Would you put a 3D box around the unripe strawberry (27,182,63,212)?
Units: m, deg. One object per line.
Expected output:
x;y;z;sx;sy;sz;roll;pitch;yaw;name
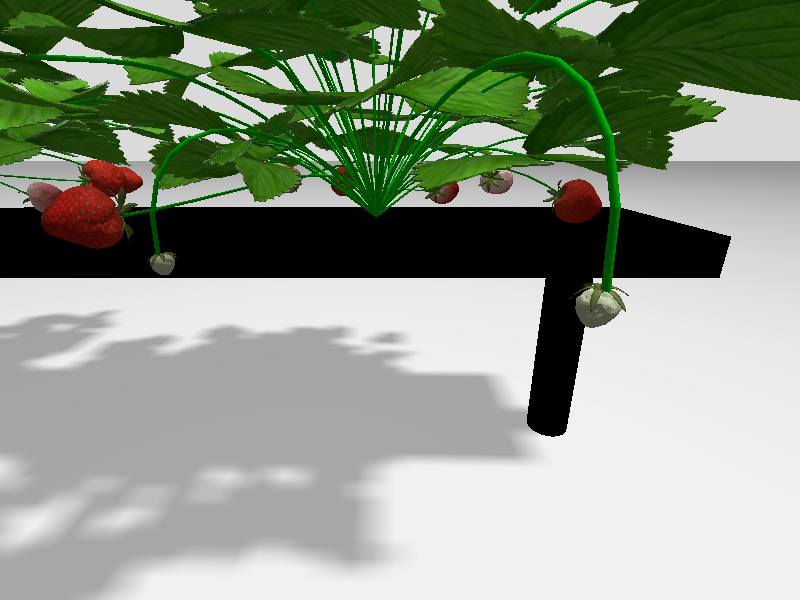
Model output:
-0.315;-0.092;0.358;0.026;0.027;0.024;0;20;-7;unripe strawberry

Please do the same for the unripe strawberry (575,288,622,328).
0.058;0.003;0.118;0.013;0.012;0.012;-7;22;-17;unripe strawberry

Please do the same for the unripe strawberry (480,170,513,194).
0.124;-0.152;0.506;0.041;0.036;0.041;16;17;36;unripe strawberry

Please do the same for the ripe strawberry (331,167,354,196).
-0.071;-0.147;0.495;0.031;0.035;0.033;-6;20;-16;ripe strawberry

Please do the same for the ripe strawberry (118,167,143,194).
-0.350;-0.153;0.513;0.037;0.033;0.034;13;13;31;ripe strawberry

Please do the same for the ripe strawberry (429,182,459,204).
0.047;-0.116;0.421;0.033;0.030;0.030;15;25;35;ripe strawberry

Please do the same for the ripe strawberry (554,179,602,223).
0.143;-0.077;0.319;0.034;0.034;0.032;21;22;1;ripe strawberry

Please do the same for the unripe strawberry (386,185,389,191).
-0.014;-0.146;0.529;0.011;0.012;0.012;1;21;2;unripe strawberry

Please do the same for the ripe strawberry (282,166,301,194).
-0.148;-0.154;0.514;0.040;0.034;0.040;-14;24;-32;ripe strawberry

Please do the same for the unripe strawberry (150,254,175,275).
-0.108;-0.016;0.182;0.009;0.010;0.010;10;23;25;unripe strawberry

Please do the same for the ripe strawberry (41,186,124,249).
-0.178;-0.046;0.225;0.035;0.035;0.039;-16;26;-35;ripe strawberry

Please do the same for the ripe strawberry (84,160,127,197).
-0.347;-0.143;0.474;0.038;0.043;0.041;17;26;37;ripe strawberry
